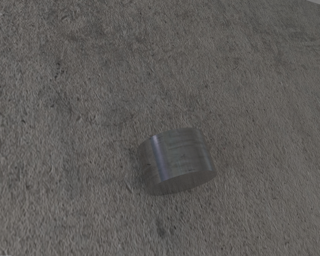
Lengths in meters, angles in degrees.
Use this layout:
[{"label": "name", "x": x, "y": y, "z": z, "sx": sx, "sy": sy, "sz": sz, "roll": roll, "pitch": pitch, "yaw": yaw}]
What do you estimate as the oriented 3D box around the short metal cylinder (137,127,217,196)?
[{"label": "short metal cylinder", "x": 0.019, "y": 0.040, "z": 0.354, "sx": 0.081, "sy": 0.080, "sz": 0.050, "roll": -2, "pitch": 63, "yaw": -29}]
